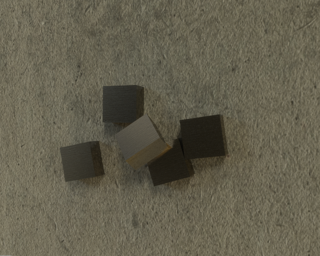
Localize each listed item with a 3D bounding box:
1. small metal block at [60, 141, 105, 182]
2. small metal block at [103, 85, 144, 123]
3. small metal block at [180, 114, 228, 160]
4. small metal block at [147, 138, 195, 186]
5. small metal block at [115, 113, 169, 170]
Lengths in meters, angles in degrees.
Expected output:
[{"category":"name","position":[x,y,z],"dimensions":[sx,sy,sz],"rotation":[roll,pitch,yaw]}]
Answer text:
[{"category":"small metal block","position":[-0.113,0.048,0.449],"dimensions":[0.050,0.025,0.050],"rotation":[-12,86,19]},{"category":"small metal block","position":[-0.050,-0.032,0.427],"dimensions":[0.050,0.025,0.050],"rotation":[1,90,20]},{"category":"small metal block","position":[0.055,0.011,0.389],"dimensions":[0.050,0.025,0.050],"rotation":[-8,87,19]},{"category":"small metal block","position":[0.012,0.044,0.405],"dimensions":[0.050,0.025,0.050],"rotation":[-19,84,19]},{"category":"small metal block","position":[-0.024,0.017,0.396],"dimensions":[0.050,0.025,0.050],"rotation":[-34,44,4]}]
